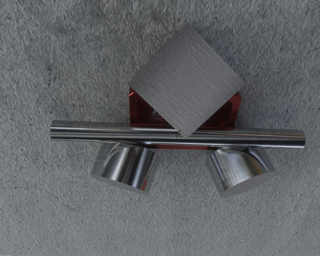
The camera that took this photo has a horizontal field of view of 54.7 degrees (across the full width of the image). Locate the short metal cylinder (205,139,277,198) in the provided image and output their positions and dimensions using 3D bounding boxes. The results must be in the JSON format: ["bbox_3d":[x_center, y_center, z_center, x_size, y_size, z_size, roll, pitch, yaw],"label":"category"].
[{"bbox_3d":[0.108,0.054,0.418,0.081,0.050,0.080,-17,154,-8],"label":"short metal cylinder"}]

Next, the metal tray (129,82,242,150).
[{"bbox_3d":[0.028,-0.015,0.394,0.131,0.030,0.089,1,130,-2],"label":"metal tray"}]

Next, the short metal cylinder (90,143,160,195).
[{"bbox_3d":[-0.046,0.052,0.412,0.080,0.050,0.080,16,162,6],"label":"short metal cylinder"}]

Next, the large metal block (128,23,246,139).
[{"bbox_3d":[0.026,-0.050,0.322,0.080,0.050,0.080,43,102,-12],"label":"large metal block"}]

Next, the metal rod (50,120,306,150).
[{"bbox_3d":[0.023,0.009,0.377,0.302,0.025,0.025,2,130,-2],"label":"metal rod"}]
